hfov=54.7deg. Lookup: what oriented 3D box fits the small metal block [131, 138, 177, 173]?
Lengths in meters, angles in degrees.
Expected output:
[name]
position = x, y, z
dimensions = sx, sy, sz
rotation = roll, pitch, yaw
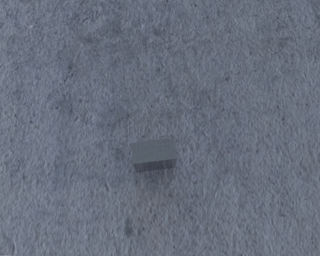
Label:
[small metal block]
position = -0.007, 0.035, 0.382
dimensions = 0.050, 0.050, 0.025
rotation = -7, 71, -3
